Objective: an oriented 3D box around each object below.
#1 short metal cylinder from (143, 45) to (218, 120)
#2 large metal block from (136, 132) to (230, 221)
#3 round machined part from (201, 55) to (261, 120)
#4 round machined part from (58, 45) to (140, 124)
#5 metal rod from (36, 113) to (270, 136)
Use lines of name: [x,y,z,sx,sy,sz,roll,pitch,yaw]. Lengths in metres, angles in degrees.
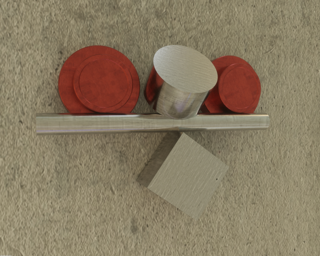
short metal cylinder: [0.024,-0.057,0.386,0.081,0.050,0.080,10,52,-13]
large metal block: [0.029,0.060,0.406,0.080,0.050,0.080,37,78,-17]
round machined part: [0.102,-0.054,0.439,0.099,0.042,0.097,0,90,-20]
round machined part: [-0.071,-0.051,0.374,0.099,0.042,0.097,0,90,-20]
metal rod: [0.007,-0.007,0.390,0.303,0.025,0.025,-1,91,-20]
